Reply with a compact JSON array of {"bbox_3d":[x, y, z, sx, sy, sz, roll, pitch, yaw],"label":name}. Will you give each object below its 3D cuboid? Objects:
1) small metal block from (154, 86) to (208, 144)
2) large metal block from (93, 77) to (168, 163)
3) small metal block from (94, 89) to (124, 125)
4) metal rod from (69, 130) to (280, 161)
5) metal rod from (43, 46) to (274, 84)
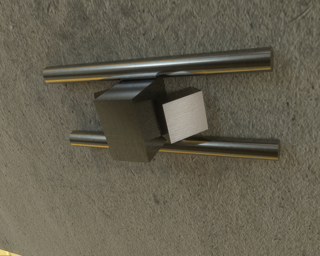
[{"bbox_3d":[0.026,-0.016,0.366,0.025,0.050,0.050,40,147,60],"label":"small metal block"},{"bbox_3d":[-0.026,-0.014,0.379,0.050,0.080,0.079,1,119,27],"label":"large metal block"},{"bbox_3d":[-0.067,-0.020,0.412,0.025,0.050,0.050,-17,116,-8],"label":"small metal block"},{"bbox_3d":[0.001,0.021,0.419,0.301,0.025,0.025,2,119,27],"label":"metal rod"},{"bbox_3d":[-0.023,-0.072,0.374,0.301,0.025,0.025,2,119,27],"label":"metal rod"}]
